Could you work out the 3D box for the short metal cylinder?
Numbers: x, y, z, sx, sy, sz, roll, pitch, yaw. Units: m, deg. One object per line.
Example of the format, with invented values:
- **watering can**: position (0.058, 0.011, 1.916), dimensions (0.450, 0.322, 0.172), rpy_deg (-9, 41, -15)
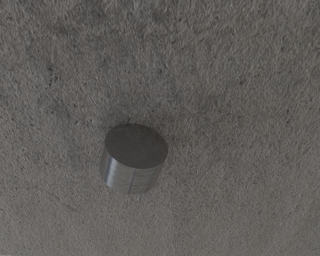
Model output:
- **short metal cylinder**: position (-0.035, 0.039, 0.404), dimensions (0.080, 0.080, 0.050), rpy_deg (11, 129, -10)
